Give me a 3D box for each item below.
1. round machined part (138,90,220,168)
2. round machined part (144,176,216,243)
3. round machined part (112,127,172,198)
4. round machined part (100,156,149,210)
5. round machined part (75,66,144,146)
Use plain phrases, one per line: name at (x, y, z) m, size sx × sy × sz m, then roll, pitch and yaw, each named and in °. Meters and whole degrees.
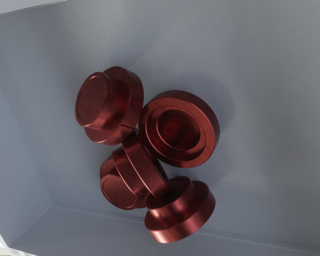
round machined part at (0.026, -0.002, 0.382) m, size 0.098 × 0.042 × 0.097 m, roll 13°, pitch 124°, yaw 21°
round machined part at (0.020, 0.101, 0.413) m, size 0.098 × 0.098 × 0.042 m, roll -21°, pitch 107°, yaw 36°
round machined part at (-0.027, 0.049, 0.403) m, size 0.042 × 0.098 × 0.098 m, roll -31°, pitch 104°, yaw 1°
round machined part at (-0.053, 0.088, 0.480) m, size 0.098 × 0.042 × 0.097 m, roll 13°, pitch 124°, yaw 21°
round machined part at (-0.068, -0.030, 0.379) m, size 0.098 × 0.098 × 0.042 m, roll -18°, pitch 154°, yaw 42°
